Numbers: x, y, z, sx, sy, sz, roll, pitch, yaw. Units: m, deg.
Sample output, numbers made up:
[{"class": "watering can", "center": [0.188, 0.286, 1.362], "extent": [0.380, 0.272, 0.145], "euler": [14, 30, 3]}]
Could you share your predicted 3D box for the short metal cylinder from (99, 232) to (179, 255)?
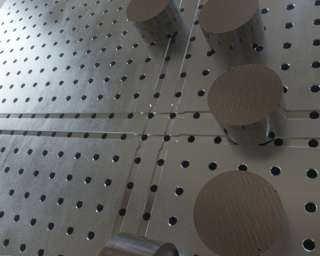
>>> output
[{"class": "short metal cylinder", "center": [-0.021, 0.145, 0.295], "extent": [0.050, 0.080, 0.080], "euler": [3, 63, 30]}]

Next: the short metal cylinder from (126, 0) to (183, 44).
[{"class": "short metal cylinder", "center": [-0.008, -0.187, 0.511], "extent": [0.080, 0.050, 0.080], "euler": [-13, 56, 21]}]

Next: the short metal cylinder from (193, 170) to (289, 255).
[{"class": "short metal cylinder", "center": [0.079, 0.087, 0.297], "extent": [0.080, 0.050, 0.080], "euler": [-13, 56, 21]}]

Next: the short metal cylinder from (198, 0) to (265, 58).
[{"class": "short metal cylinder", "center": [0.099, -0.144, 0.429], "extent": [0.080, 0.050, 0.080], "euler": [-13, 56, 21]}]

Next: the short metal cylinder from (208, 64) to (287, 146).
[{"class": "short metal cylinder", "center": [0.101, -0.026, 0.355], "extent": [0.080, 0.050, 0.080], "euler": [-13, 56, 21]}]
